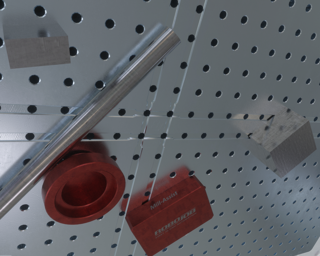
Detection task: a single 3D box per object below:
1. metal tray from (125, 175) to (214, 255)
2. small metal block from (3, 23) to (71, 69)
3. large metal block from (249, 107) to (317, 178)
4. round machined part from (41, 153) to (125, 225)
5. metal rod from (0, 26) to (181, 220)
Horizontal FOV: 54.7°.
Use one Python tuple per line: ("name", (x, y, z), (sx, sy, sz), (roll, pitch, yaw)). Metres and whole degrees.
("metal tray", (0.019, 0.145, 0.509), (0.131, 0.030, 0.090), (-29, 128, -10))
("small metal block", (-0.114, -0.077, 0.285), (0.050, 0.050, 0.025), (-11, 123, -23))
("large metal block", (0.210, 0.025, 0.526), (0.080, 0.050, 0.080), (-39, 130, -2))
("round machined part", (-0.097, 0.070, 0.388), (0.099, 0.042, 0.097), (-17, 129, -22))
("metal rod", (-0.092, -0.002, 0.359), (0.300, 0.025, 0.025), (-44, 130, 2))
